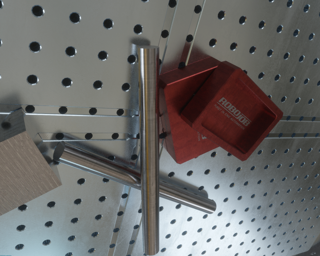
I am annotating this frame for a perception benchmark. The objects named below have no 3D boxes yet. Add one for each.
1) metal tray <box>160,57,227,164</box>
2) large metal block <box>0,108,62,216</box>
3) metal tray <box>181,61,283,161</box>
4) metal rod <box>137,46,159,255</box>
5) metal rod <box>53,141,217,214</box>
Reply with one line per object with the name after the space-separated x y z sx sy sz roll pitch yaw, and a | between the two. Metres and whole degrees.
0.048 -0.021 0.423 0.091 0.030 0.129 -23 127 -15 | metal tray
-0.164 0.038 0.330 0.080 0.050 0.080 -27 128 -12 | large metal block
0.100 -0.017 0.414 0.130 0.030 0.090 31 100 -39 | metal tray
-0.013 0.046 0.407 0.025 0.025 0.298 -11 115 -23 | metal rod
-0.014 0.083 0.456 0.301 0.025 0.025 29 102 -38 | metal rod
